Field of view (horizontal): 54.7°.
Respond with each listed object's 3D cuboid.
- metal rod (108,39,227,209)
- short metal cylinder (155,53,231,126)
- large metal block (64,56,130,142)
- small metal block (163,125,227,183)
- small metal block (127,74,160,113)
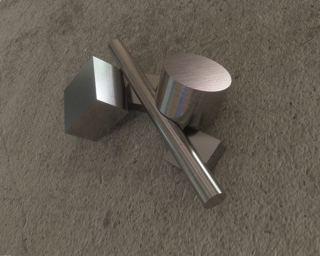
[{"bbox_3d":[-0.008,-0.029,0.394,0.025,0.025,0.300,-35,51,4],"label":"metal rod"},{"bbox_3d":[0.038,-0.048,0.372,0.081,0.050,0.080,9,41,-8],"label":"short metal cylinder"},{"bbox_3d":[-0.093,-0.039,0.439,0.080,0.050,0.080,-39,48,32],"label":"large metal block"},{"bbox_3d":[0.041,0.031,0.364,0.050,0.025,0.050,27,76,37],"label":"small metal block"},{"bbox_3d":[-0.022,-0.050,0.447,0.050,0.025,0.050,13,68,33],"label":"small metal block"}]
